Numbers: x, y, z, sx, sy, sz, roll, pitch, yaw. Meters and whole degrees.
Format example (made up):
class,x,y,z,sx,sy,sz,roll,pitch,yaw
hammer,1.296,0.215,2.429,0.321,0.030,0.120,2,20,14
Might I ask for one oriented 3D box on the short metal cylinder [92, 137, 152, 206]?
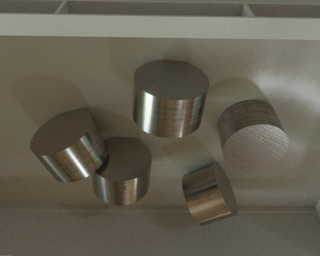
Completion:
class,x,y,z,sx,sy,sz,roll,pitch,yaw
short metal cylinder,-0.053,0.057,0.421,0.081,0.080,0.050,3,130,-3

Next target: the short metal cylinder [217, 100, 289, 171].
class,x,y,z,sx,sy,sz,roll,pitch,yaw
short metal cylinder,0.118,0.010,0.402,0.081,0.050,0.079,0,130,0

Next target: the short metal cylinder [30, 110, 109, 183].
class,x,y,z,sx,sy,sz,roll,pitch,yaw
short metal cylinder,-0.112,0.022,0.390,0.080,0.080,0.050,-14,129,11

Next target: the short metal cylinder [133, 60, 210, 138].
class,x,y,z,sx,sy,sz,roll,pitch,yaw
short metal cylinder,0.010,-0.034,0.344,0.081,0.080,0.050,4,130,-3

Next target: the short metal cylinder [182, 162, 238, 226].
class,x,y,z,sx,sy,sz,roll,pitch,yaw
short metal cylinder,0.074,0.097,0.456,0.050,0.080,0.080,-25,126,19
